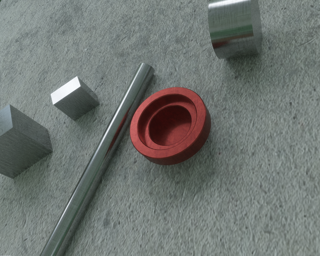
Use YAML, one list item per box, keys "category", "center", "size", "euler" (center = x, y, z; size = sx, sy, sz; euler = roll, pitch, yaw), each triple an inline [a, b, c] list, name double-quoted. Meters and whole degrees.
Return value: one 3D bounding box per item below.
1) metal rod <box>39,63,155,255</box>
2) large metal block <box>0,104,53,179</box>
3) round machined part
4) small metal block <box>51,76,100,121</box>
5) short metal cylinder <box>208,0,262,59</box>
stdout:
- category: "metal rod"
  center: [-0.079, 0.039, 0.419]
  size: [0.025, 0.025, 0.300]
  euler: [12, 68, 33]
- category: "large metal block"
  center: [-0.226, 0.023, 0.471]
  size: [0.080, 0.080, 0.050]
  euler: [-34, 52, 5]
- category: "round machined part"
  center: [0.016, 0.001, 0.383]
  size: [0.098, 0.042, 0.098]
  euler: [-13, 56, 20]
- category: "small metal block"
  center: [-0.131, -0.045, 0.482]
  size: [0.050, 0.050, 0.025]
  euler: [-33, 52, 6]
- category: "short metal cylinder"
  center: [0.098, -0.132, 0.397]
  size: [0.050, 0.080, 0.080]
  euler: [-3, 60, 26]
